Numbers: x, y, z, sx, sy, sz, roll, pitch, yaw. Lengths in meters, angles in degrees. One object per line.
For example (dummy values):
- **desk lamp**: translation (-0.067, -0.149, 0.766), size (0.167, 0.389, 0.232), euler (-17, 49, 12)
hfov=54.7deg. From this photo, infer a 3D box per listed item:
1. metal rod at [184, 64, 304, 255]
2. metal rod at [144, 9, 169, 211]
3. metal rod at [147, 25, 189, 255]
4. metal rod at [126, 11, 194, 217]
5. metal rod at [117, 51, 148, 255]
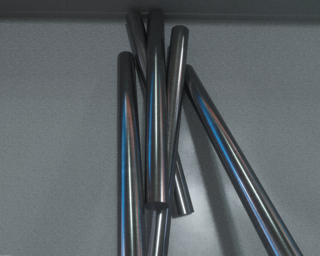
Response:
- **metal rod**: translation (0.074, 0.023, 0.339), size (0.025, 0.025, 0.300), euler (-15, 47, -5)
- **metal rod**: translation (-0.005, -0.047, 0.385), size (0.025, 0.025, 0.300), euler (0, 55, 0)
- **metal rod**: translation (0.012, 0.001, 0.382), size (0.025, 0.025, 0.299), euler (6, 68, 2)
- **metal rod**: translation (-0.006, -0.033, 0.421), size (0.025, 0.025, 0.299), euler (-13, 70, -5)
- **metal rod**: translation (-0.035, 0.009, 0.347), size (0.025, 0.025, 0.300), euler (-5, 48, -2)
